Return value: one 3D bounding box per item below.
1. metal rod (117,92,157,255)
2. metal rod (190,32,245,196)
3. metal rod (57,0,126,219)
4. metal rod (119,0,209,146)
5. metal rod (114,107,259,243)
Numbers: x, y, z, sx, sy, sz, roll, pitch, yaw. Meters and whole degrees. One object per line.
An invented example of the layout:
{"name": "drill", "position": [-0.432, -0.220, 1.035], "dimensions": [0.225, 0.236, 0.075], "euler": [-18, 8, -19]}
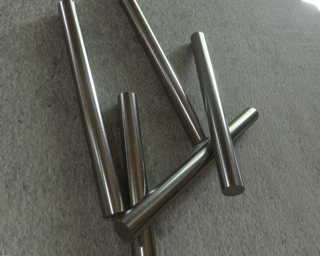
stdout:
{"name": "metal rod", "position": [-0.022, 0.091, 0.337], "dimensions": [0.025, 0.025, 0.299], "euler": [5, 59, -26]}
{"name": "metal rod", "position": [0.073, -0.044, 0.439], "dimensions": [0.025, 0.025, 0.300], "euler": [15, 46, -20]}
{"name": "metal rod", "position": [-0.089, -0.040, 0.381], "dimensions": [0.025, 0.025, 0.299], "euler": [-4, 64, -30]}
{"name": "metal rod", "position": [-0.006, -0.110, 0.469], "dimensions": [0.025, 0.025, 0.299], "euler": [-14, 69, -34]}
{"name": "metal rod", "position": [0.057, 0.038, 0.393], "dimensions": [0.025, 0.025, 0.302], "euler": [50, 45, 7]}
